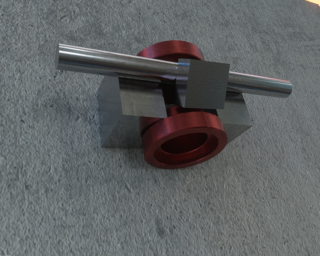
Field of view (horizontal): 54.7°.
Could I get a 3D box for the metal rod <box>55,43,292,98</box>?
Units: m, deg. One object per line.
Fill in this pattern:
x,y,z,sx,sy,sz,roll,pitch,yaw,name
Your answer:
0.038,-0.061,0.360,0.302,0.025,0.025,3,61,-27,metal rod

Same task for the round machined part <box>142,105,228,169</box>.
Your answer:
0.027,0.008,0.367,0.099,0.097,0.042,4,55,-26,round machined part

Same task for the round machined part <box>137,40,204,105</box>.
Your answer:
0.013,-0.065,0.405,0.099,0.097,0.042,4,61,-27,round machined part

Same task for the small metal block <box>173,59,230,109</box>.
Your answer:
0.045,-0.048,0.339,0.050,0.025,0.050,1,102,-26,small metal block

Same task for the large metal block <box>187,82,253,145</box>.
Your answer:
0.069,-0.021,0.420,0.050,0.080,0.080,4,60,-27,large metal block

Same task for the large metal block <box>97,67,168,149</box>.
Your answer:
-0.037,-0.028,0.367,0.050,0.080,0.080,4,60,-26,large metal block
